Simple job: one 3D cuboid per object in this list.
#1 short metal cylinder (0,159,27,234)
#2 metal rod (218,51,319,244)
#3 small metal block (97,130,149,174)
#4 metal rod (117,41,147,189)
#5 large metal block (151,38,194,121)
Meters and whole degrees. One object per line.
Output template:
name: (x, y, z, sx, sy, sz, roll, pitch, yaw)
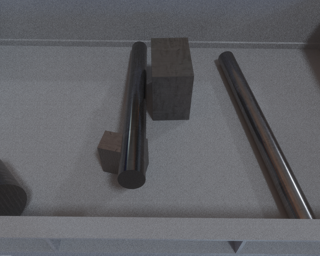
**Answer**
short metal cylinder: (-0.184, 0.071, 0.307, 0.080, 0.080, 0.050, -36, 59, -26)
metal rod: (0.130, -0.001, 0.407, 0.025, 0.025, 0.300, -7, 50, -6)
small metal block: (-0.041, 0.033, 0.361, 0.050, 0.050, 0.025, 11, 51, 8)
metal rod: (-0.030, -0.043, 0.397, 0.025, 0.025, 0.300, -1, 37, -1)
large metal block: (0.014, -0.067, 0.426, 0.050, 0.080, 0.080, -2, 50, -2)
